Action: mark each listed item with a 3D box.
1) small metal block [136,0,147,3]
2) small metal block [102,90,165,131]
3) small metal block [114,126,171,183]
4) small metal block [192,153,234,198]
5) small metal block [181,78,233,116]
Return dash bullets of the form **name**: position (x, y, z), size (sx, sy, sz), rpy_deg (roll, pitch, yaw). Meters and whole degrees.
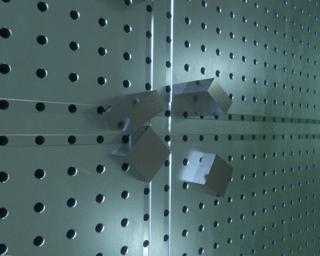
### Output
- **small metal block**: position (-0.025, -0.181, 0.371), size (0.050, 0.050, 0.025), rpy_deg (22, 76, -38)
- **small metal block**: position (-0.031, -0.020, 0.366), size (0.050, 0.050, 0.025), rpy_deg (-38, 113, -33)
- **small metal block**: position (-0.021, 0.032, 0.391), size (0.050, 0.025, 0.050), rpy_deg (52, 60, -27)
- **small metal block**: position (0.082, 0.073, 0.477), size (0.050, 0.025, 0.050), rpy_deg (38, 67, -33)
- **small metal block**: position (0.068, -0.043, 0.448), size (0.050, 0.050, 0.025), rpy_deg (46, 63, -30)
